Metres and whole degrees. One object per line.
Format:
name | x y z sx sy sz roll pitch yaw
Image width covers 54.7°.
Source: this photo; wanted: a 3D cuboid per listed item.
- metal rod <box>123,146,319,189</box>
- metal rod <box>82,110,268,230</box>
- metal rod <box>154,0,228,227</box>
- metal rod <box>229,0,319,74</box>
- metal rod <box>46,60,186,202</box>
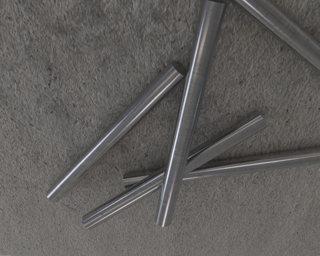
metal rod | 0.095 0.059 0.458 0.301 0.025 0.025 -9 130 7
metal rod | 0.011 0.066 0.437 0.300 0.025 0.025 -33 123 15
metal rod | 0.029 0.004 0.373 0.025 0.025 0.298 7 119 -6
metal rod | 0.095 -0.121 0.304 0.301 0.025 0.025 28 125 -22
metal rod | -0.074 0.020 0.423 0.025 0.025 0.299 33 123 -25
